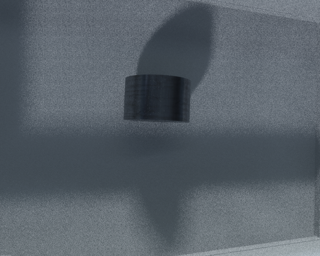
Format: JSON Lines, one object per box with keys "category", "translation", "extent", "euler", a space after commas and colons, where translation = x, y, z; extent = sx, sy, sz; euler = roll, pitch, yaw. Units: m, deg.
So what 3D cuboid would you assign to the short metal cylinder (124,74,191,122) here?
{"category": "short metal cylinder", "translation": [-0.003, -0.033, 0.380], "extent": [0.081, 0.080, 0.050], "euler": [3, 89, -20]}
